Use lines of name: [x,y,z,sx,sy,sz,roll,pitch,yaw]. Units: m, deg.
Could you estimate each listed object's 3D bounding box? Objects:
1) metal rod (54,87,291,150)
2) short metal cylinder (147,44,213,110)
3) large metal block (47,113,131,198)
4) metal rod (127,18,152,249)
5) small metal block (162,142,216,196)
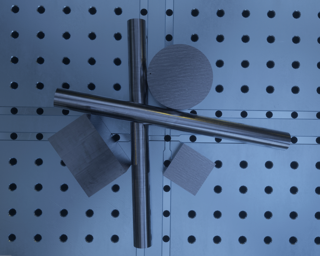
metal rod: [0.022,-0.009,0.395,0.302,0.025,0.025,11,90,-8]
short metal cylinder: [0.024,-0.062,0.401,0.081,0.050,0.079,0,90,-1]
large metal block: [-0.082,0.030,0.384,0.050,0.080,0.080,-35,90,0]
metal rod: [-0.027,0.007,0.413,0.025,0.025,0.298,-2,90,-1]
small metal block: [0.038,0.054,0.415,0.050,0.025,0.050,33,90,-1]
